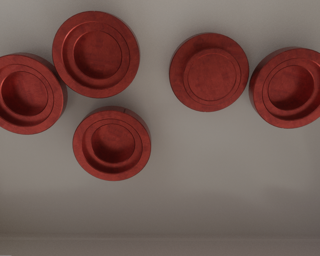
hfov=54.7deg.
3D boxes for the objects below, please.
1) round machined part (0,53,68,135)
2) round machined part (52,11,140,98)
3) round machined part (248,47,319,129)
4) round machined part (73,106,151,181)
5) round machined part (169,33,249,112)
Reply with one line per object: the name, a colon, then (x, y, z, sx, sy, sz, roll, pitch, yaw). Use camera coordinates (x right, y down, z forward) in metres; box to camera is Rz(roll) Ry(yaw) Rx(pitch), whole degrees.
round machined part: (-0.164, -0.044, 0.384, 0.099, 0.042, 0.097, 0, 110, -1)
round machined part: (-0.072, -0.088, 0.369, 0.099, 0.042, 0.097, 0, 110, -1)
round machined part: (0.159, -0.052, 0.386, 0.099, 0.042, 0.097, 0, 110, -1)
round machined part: (-0.060, 0.017, 0.408, 0.099, 0.042, 0.097, 0, 110, -1)
round machined part: (0.060, -0.065, 0.379, 0.099, 0.042, 0.097, 0, 110, -1)
